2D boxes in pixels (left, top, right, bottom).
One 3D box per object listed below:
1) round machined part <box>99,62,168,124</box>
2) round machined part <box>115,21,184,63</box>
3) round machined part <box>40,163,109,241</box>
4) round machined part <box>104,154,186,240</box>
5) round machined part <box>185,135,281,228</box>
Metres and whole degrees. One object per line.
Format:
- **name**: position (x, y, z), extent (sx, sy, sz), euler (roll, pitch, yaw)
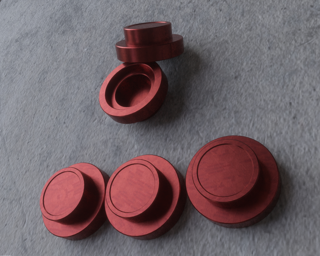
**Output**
- **round machined part**: position (-0.033, -0.048, 0.438), extent (0.098, 0.042, 0.098), euler (-13, 56, 20)
- **round machined part**: position (-0.016, -0.127, 0.447), extent (0.099, 0.042, 0.098), euler (-5, 25, 3)
- **round machined part**: position (-0.112, 0.089, 0.395), extent (0.098, 0.042, 0.098), euler (-13, 56, 20)
- **round machined part**: position (-0.023, 0.075, 0.358), extent (0.098, 0.042, 0.098), euler (-13, 56, 20)
- **round machined part**: position (0.072, 0.050, 0.324), extent (0.098, 0.042, 0.098), euler (-13, 56, 20)
